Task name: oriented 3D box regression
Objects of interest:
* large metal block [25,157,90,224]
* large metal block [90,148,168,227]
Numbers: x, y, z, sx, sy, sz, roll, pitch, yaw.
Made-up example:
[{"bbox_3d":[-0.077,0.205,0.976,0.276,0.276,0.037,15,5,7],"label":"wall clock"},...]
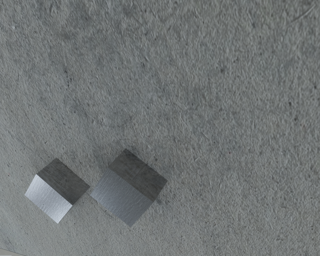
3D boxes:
[{"bbox_3d":[-0.186,0.114,0.559,0.080,0.050,0.080,41,129,-1],"label":"large metal block"},{"bbox_3d":[-0.048,0.092,0.473,0.080,0.050,0.080,38,129,3],"label":"large metal block"}]
